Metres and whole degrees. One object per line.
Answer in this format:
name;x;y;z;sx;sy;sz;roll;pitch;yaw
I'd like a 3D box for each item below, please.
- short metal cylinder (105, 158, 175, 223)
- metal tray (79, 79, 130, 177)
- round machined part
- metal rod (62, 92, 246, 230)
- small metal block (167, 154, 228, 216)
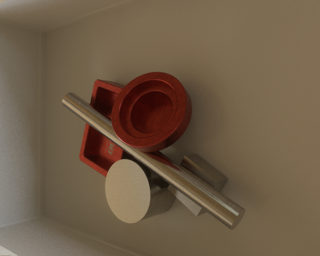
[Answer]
short metal cylinder;-0.026;0.079;0.407;0.080;0.050;0.079;0;90;39
metal tray;-0.069;0.002;0.455;0.090;0.030;0.129;23;105;37
round machined part;-0.007;-0.016;0.381;0.098;0.042;0.098;-10;65;22
metal rod;-0.029;0.025;0.389;0.300;0.025;0.025;32;110;32
small metal block;0.044;0.066;0.367;0.050;0.025;0.050;39;113;33
